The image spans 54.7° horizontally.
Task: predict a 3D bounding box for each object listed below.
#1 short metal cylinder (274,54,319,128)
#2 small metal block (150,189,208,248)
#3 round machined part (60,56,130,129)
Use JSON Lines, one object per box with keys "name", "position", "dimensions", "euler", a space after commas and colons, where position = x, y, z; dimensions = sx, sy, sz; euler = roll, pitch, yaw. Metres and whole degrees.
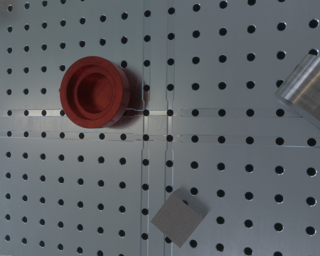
{"name": "short metal cylinder", "position": [0.169, -0.033, 0.324], "dimensions": [0.080, 0.080, 0.050], "euler": [40, 103, 15]}
{"name": "small metal block", "position": [0.025, 0.117, 0.404], "dimensions": [0.050, 0.025, 0.050], "euler": [38, 102, 16]}
{"name": "round machined part", "position": [-0.086, -0.048, 0.434], "dimensions": [0.098, 0.042, 0.097], "euler": [0, 90, 20]}
